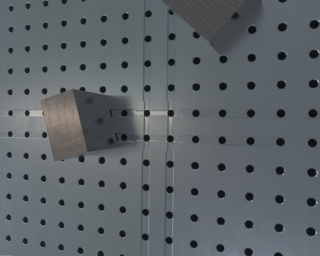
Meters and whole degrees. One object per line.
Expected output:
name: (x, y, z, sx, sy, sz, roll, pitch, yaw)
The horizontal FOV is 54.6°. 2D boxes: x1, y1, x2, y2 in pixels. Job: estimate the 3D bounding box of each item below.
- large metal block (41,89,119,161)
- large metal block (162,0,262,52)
large metal block: (-0.106, -0.003, 0.421, 0.050, 0.080, 0.080, -16, 85, 19)
large metal block: (0.064, -0.155, 0.377, 0.080, 0.050, 0.080, 46, 104, 14)
